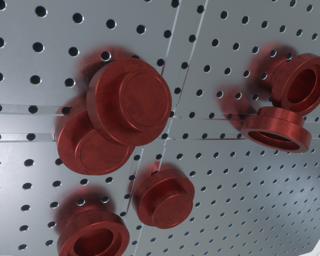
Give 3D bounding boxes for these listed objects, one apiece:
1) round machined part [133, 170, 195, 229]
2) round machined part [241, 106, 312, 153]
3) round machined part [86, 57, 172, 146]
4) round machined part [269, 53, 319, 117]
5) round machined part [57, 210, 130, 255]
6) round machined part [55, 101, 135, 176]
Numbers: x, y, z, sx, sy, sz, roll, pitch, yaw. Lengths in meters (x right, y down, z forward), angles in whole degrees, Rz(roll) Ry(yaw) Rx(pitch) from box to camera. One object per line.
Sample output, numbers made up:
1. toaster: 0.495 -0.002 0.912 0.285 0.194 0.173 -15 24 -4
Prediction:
1. round machined part: 0.011 0.116 0.477 0.099 0.042 0.097 -14 124 -21
2. round machined part: 0.176 0.000 0.466 0.098 0.098 0.042 29 77 -38
3. round machined part: -0.026 -0.029 0.339 0.099 0.042 0.098 3 85 -39
4. round machined part: 0.208 -0.066 0.471 0.099 0.042 0.097 -14 124 -21
5. round machined part: -0.097 0.157 0.444 0.099 0.042 0.097 -14 124 -21
6. round machined part: -0.071 0.018 0.371 0.099 0.042 0.097 -14 124 -21
